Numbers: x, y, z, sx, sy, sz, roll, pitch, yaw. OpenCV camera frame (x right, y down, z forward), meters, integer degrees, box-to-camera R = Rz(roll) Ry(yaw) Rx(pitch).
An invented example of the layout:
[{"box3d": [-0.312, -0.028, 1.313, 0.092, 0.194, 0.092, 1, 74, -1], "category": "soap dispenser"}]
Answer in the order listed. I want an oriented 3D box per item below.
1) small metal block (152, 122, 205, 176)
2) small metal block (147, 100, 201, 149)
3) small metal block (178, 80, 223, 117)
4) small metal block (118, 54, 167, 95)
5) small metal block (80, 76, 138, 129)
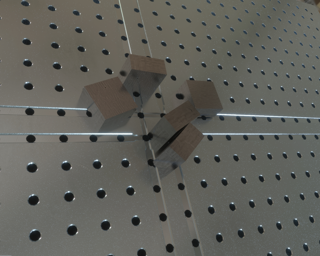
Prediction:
[{"box3d": [0.023, 0.027, 0.390, 0.025, 0.050, 0.050, 43, 51, 0], "category": "small metal block"}, {"box3d": [0.018, -0.004, 0.406, 0.050, 0.050, 0.025, -34, 81, -39], "category": "small metal block"}, {"box3d": [0.061, -0.044, 0.470, 0.050, 0.025, 0.050, -1, 62, -29], "category": "small metal block"}, {"box3d": [-0.026, -0.072, 0.423, 0.050, 0.050, 0.025, 4, 60, -27], "category": "small metal block"}, {"box3d": [-0.065, -0.033, 0.394, 0.050, 0.025, 0.050, -25, 76, -37], "category": "small metal block"}]
